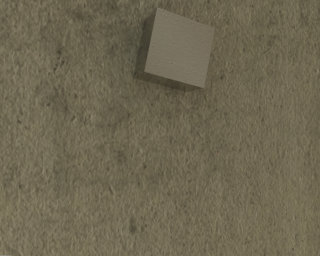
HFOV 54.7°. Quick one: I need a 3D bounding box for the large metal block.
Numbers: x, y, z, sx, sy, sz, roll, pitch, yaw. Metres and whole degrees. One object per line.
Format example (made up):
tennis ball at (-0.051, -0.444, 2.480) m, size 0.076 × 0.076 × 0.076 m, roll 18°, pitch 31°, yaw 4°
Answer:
large metal block at (0.017, -0.097, 0.403) m, size 0.081 × 0.050 × 0.080 m, roll 12°, pitch 86°, yaw -20°
